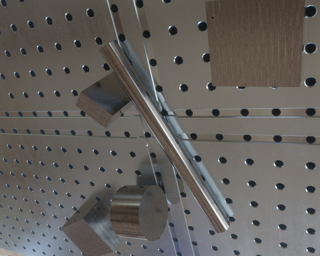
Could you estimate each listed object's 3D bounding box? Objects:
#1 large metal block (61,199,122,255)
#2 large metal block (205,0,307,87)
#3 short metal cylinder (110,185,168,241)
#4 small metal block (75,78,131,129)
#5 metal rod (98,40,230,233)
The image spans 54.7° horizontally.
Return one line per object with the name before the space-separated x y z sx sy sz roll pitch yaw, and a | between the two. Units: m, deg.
large metal block | -0.122 0.189 0.574 0.080 0.050 0.080 -32 101 38
large metal block | 0.092 -0.086 0.293 0.080 0.050 0.079 4 121 25
short metal cylinder | -0.030 0.127 0.468 0.050 0.080 0.080 -6 115 31
small metal block | -0.074 -0.034 0.411 0.050 0.050 0.025 37 129 3
metal rod | 0.013 0.021 0.415 0.025 0.025 0.299 -22 107 36
